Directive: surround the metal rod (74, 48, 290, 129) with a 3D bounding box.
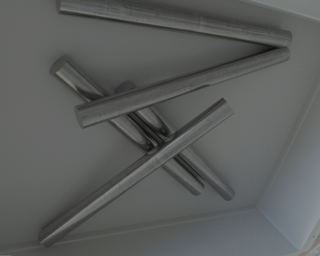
[{"bbox_3d":[0.046,-0.058,0.378,0.302,0.025,0.025,-20,127,-24],"label":"metal rod"}]

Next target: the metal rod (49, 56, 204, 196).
[{"bbox_3d":[-0.021,0.018,0.409,0.025,0.025,0.300,-44,130,2],"label":"metal rod"}]

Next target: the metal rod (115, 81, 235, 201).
[{"bbox_3d":[0.040,0.036,0.454,0.025,0.025,0.300,-44,130,2],"label":"metal rod"}]

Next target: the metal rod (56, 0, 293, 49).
[{"bbox_3d":[0.040,-0.120,0.357,0.303,0.025,0.025,-1,119,-28],"label":"metal rod"}]

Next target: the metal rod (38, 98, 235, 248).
[{"bbox_3d":[-0.035,0.061,0.401,0.300,0.025,0.025,-37,130,6],"label":"metal rod"}]
